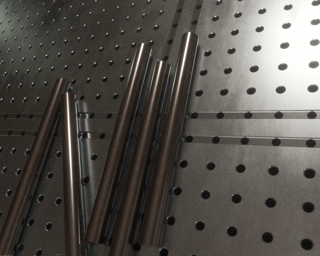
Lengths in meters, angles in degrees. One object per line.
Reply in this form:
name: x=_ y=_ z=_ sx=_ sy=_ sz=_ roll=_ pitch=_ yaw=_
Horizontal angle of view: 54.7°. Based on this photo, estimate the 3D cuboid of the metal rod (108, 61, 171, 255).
metal rod: x=-0.023 y=0.040 z=0.394 sx=0.025 sy=0.025 sz=0.299 roll=-3 pitch=60 yaw=26

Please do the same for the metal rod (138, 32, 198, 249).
metal rod: x=0.017 y=-0.004 z=0.400 sx=0.025 sy=0.025 sz=0.299 roll=-2 pitch=61 yaw=27

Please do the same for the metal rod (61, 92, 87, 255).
metal rod: x=-0.121 y=0.066 z=0.429 sx=0.025 sy=0.025 sz=0.299 roll=-24 pitch=53 yaw=13

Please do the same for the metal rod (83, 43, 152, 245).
metal rod: x=-0.052 y=0.004 z=0.431 sx=0.025 sy=0.025 sz=0.299 roll=-3 pitch=60 yaw=26

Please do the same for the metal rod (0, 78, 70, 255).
metal rod: x=-0.190 y=0.051 z=0.473 sx=0.025 sy=0.025 sz=0.299 roll=-5 pitch=59 yaw=25
